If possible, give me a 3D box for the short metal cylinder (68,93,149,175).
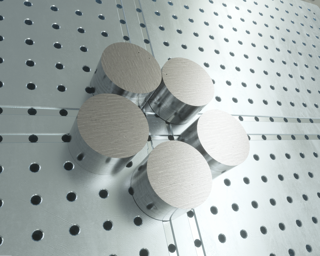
[{"bbox_3d":[-0.059,0.007,0.355,0.081,0.050,0.080,13,56,-21],"label":"short metal cylinder"}]

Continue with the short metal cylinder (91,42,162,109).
[{"bbox_3d":[-0.045,-0.065,0.407,0.081,0.050,0.080,14,56,-21],"label":"short metal cylinder"}]

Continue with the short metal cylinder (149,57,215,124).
[{"bbox_3d":[0.029,-0.052,0.438,0.081,0.050,0.080,13,57,-21],"label":"short metal cylinder"}]

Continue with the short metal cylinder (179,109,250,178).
[{"bbox_3d":[0.072,0.022,0.416,0.081,0.050,0.080,13,57,-22],"label":"short metal cylinder"}]

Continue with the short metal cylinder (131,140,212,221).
[{"bbox_3d":[0.013,0.061,0.360,0.081,0.050,0.080,13,56,-20],"label":"short metal cylinder"}]
